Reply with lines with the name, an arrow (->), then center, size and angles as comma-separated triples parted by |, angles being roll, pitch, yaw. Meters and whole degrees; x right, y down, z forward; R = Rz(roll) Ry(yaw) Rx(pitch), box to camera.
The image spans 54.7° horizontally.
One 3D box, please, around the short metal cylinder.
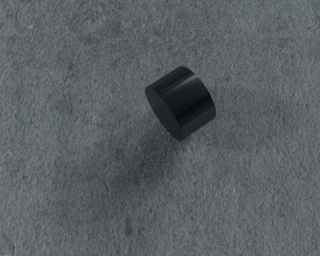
short metal cylinder -> 0.025, -0.030, 0.390 | 0.050, 0.080, 0.080 | -34, 74, -12
